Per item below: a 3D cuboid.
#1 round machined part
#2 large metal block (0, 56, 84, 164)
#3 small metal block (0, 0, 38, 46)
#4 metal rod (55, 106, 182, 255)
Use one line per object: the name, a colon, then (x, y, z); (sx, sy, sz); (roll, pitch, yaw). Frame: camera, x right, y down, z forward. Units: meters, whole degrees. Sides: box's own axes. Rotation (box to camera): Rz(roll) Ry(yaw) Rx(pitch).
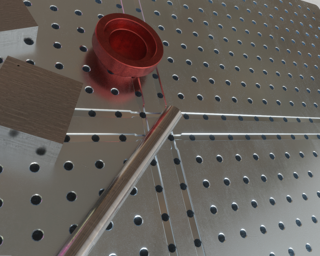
round machined part: (-0.048, -0.112, 0.439); (0.099, 0.042, 0.098); (14, 56, -21)
large metal block: (-0.136, -0.018, 0.330); (0.080, 0.050, 0.080); (19, 54, -17)
small metal block: (-0.190, -0.134, 0.388); (0.050, 0.025, 0.050); (-25, 75, -37)
metal rod: (-0.049, 0.074, 0.336); (0.025, 0.025, 0.301); (38, 51, -3)
